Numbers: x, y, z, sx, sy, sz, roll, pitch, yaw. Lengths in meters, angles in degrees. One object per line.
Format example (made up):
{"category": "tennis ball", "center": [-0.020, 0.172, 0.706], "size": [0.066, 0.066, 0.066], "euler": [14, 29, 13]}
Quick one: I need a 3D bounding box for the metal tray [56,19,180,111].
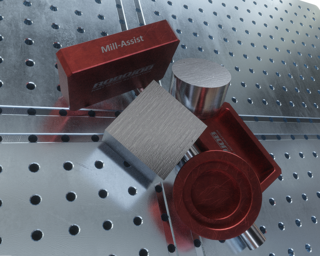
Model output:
{"category": "metal tray", "center": [-0.049, -0.071, 0.361], "size": [0.131, 0.090, 0.030], "euler": [-23, 76, -21]}

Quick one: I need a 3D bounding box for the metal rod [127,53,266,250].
{"category": "metal rod", "center": [0.033, 0.023, 0.407], "size": [0.025, 0.025, 0.299], "euler": [-28, 77, -37]}

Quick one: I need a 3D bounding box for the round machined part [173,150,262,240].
{"category": "round machined part", "center": [0.064, 0.077, 0.362], "size": [0.099, 0.042, 0.098], "euler": [0, 78, 1]}

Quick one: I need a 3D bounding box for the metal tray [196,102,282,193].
{"category": "metal tray", "center": [0.100, 0.034, 0.433], "size": [0.091, 0.030, 0.130], "euler": [-28, 77, -37]}

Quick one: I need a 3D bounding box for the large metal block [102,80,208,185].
{"category": "large metal block", "center": [-0.008, 0.006, 0.356], "size": [0.080, 0.050, 0.080], "euler": [41, 69, -1]}

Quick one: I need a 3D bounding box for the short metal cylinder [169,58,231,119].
{"category": "short metal cylinder", "center": [0.053, -0.056, 0.432], "size": [0.081, 0.050, 0.080], "euler": [5, 39, -4]}
